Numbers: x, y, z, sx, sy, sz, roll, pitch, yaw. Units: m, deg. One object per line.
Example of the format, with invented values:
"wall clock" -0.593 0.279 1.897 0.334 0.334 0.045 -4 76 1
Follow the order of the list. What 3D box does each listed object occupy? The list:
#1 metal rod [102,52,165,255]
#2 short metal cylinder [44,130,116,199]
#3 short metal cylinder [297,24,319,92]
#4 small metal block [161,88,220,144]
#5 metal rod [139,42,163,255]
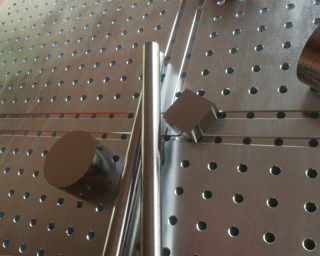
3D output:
"metal rod" -0.029 0.021 0.410 0.025 0.025 0.300 -4 60 26
"short metal cylinder" -0.107 0.050 0.418 0.080 0.050 0.080 -13 56 20
"short metal cylinder" 0.189 -0.072 0.317 0.080 0.080 0.050 -45 51 -3
"small metal block" 0.039 -0.016 0.398 0.050 0.025 0.050 -49 52 -7
"metal rod" -0.011 0.017 0.385 0.025 0.025 0.299 -12 62 22
